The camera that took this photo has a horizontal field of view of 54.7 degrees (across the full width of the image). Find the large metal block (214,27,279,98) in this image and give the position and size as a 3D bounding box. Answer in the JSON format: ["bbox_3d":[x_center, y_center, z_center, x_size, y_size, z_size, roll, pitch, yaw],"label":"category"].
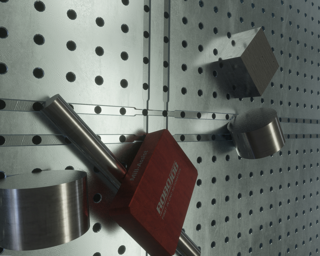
[{"bbox_3d":[0.148,-0.108,0.519,0.080,0.050,0.080,-53,121,-27],"label":"large metal block"}]

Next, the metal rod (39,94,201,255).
[{"bbox_3d":[-0.032,0.079,0.384,0.025,0.025,0.300,-53,121,-27],"label":"metal rod"}]

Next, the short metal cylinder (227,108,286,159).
[{"bbox_3d":[0.158,0.008,0.509,0.080,0.080,0.050,-39,114,-33],"label":"short metal cylinder"}]

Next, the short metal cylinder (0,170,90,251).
[{"bbox_3d":[-0.107,0.071,0.285,0.081,0.080,0.050,-5,94,-40],"label":"short metal cylinder"}]

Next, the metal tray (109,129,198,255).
[{"bbox_3d":[0.000,0.075,0.380,0.090,0.030,0.130,54,39,-26],"label":"metal tray"}]
